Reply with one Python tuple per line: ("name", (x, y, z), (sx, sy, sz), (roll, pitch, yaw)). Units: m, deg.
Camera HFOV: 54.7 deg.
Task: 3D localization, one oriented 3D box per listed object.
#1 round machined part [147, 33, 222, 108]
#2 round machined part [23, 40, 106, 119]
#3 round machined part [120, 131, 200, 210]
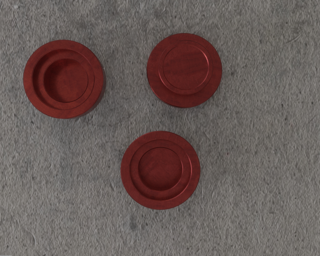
("round machined part", (0.032, -0.075, 0.401), (0.099, 0.042, 0.097), (0, 90, 0))
("round machined part", (-0.119, -0.060, 0.400), (0.099, 0.042, 0.097), (0, 90, 0))
("round machined part", (0.001, 0.052, 0.401), (0.099, 0.042, 0.097), (0, 90, 0))
